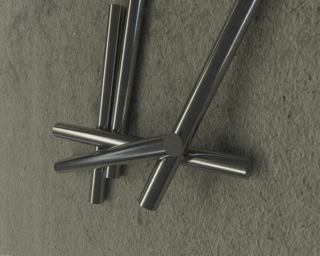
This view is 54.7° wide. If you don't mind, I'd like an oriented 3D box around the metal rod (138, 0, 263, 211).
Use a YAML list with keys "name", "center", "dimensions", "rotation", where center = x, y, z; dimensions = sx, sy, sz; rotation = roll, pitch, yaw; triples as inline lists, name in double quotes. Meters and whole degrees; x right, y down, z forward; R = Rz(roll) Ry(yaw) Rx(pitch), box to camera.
- name: "metal rod"
  center: [0.050, -0.045, 0.334]
  dimensions: [0.025, 0.025, 0.298]
  rotation: [32, 101, 35]

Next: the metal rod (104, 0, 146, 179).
- name: "metal rod"
  center: [-0.048, -0.074, 0.445]
  dimensions: [0.025, 0.025, 0.298]
  rotation: [15, 100, 39]

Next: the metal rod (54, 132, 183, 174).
- name: "metal rod"
  center: [-0.079, 0.042, 0.423]
  dimensions: [0.299, 0.025, 0.025]
  rotation: [-15, 80, 50]

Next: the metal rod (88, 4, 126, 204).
- name: "metal rod"
  center: [-0.081, -0.032, 0.472]
  dimensions: [0.025, 0.025, 0.298]
  rotation: [12, 98, 39]

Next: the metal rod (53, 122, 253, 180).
- name: "metal rod"
  center: [-0.032, 0.023, 0.406]
  dimensions: [0.300, 0.025, 0.025]
  rotation: [9, 96, 32]
